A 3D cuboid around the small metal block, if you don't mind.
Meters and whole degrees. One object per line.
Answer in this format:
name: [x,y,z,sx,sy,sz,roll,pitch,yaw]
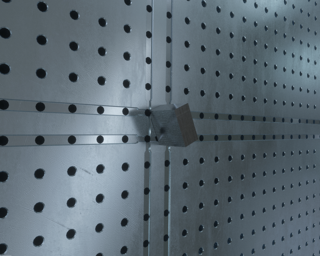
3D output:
small metal block: [0.017,-0.004,0.406,0.025,0.050,0.050,-28,108,-36]
